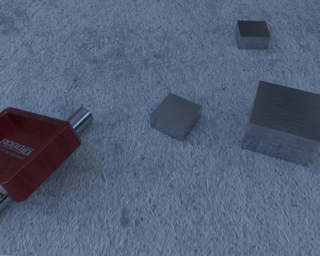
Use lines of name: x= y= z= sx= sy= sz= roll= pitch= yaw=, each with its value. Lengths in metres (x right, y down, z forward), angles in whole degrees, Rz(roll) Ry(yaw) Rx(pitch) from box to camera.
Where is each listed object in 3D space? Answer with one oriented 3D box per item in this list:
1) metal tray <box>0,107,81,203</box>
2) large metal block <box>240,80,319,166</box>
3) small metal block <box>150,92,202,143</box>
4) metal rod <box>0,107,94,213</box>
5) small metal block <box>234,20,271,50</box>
metal tray: x=-0.165 y=0.023 z=0.350 sx=0.130 sy=0.030 sz=0.090 roll=12 pitch=48 yaw=35
large metal block: x=0.156 y=-0.008 z=0.396 sx=0.080 sy=0.050 sz=0.080 roll=16 pitch=52 yaw=13
small metal block: x=0.022 y=-0.015 z=0.416 sx=0.050 sy=0.025 sz=0.050 roll=26 pitch=54 yaw=20
metal rod: x=-0.178 y=0.079 z=0.334 sx=0.025 sy=0.025 sz=0.301 roll=25 pitch=54 yaw=19
small metal block: x=0.161 y=-0.163 z=0.543 sx=0.050 sy=0.025 sz=0.050 roll=2 pitch=50 yaw=1
